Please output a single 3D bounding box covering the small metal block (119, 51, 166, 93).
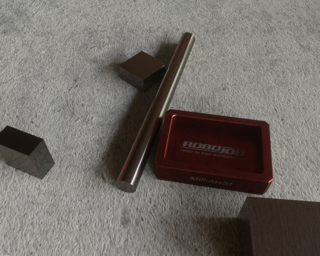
[{"bbox_3d":[-0.026,-0.088,0.476,0.050,0.025,0.050,34,57,24],"label":"small metal block"}]

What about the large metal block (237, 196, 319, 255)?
[{"bbox_3d":[0.121,0.115,0.292,0.080,0.050,0.080,4,50,3],"label":"large metal block"}]

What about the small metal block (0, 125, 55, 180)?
[{"bbox_3d":[-0.157,0.029,0.360,0.050,0.050,0.025,18,53,14],"label":"small metal block"}]

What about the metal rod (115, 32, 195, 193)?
[{"bbox_3d":[0.005,-0.044,0.439,0.025,0.025,0.300,13,51,10],"label":"metal rod"}]

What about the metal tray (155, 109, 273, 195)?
[{"bbox_3d":[0.065,0.026,0.378,0.131,0.030,0.090,8,50,6],"label":"metal tray"}]
